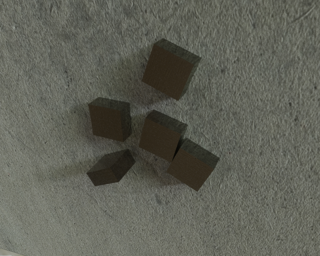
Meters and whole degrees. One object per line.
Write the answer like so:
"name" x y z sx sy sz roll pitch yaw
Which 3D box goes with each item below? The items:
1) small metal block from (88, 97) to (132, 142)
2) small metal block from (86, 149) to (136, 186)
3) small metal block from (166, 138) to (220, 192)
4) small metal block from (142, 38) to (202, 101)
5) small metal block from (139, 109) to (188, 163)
"small metal block" -0.069 -0.012 0.436 0.050 0.025 0.050 12 124 21
"small metal block" -0.073 0.059 0.466 0.050 0.050 0.025 -16 110 34
"small metal block" 0.043 0.050 0.415 0.050 0.025 0.050 32 129 7
"small metal block" 0.012 -0.068 0.359 0.050 0.025 0.050 30 128 9
"small metal block" 0.004 0.011 0.412 0.050 0.025 0.050 25 127 12
